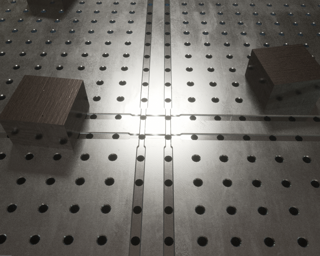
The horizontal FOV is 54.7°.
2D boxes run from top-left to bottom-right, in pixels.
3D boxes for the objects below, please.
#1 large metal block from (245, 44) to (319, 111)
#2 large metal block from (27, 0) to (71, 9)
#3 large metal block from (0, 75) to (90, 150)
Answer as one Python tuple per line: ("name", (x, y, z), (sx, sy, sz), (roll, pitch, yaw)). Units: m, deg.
("large metal block", (0.183, -0.077, 0.458), (0.081, 0.050, 0.080), (-8, 51, -7))
("large metal block", (-0.222, -0.293, 0.634), (0.080, 0.050, 0.080), (12, 51, 9))
("large metal block", (-0.147, -0.022, 0.408), (0.080, 0.050, 0.080), (6, 50, 4))
